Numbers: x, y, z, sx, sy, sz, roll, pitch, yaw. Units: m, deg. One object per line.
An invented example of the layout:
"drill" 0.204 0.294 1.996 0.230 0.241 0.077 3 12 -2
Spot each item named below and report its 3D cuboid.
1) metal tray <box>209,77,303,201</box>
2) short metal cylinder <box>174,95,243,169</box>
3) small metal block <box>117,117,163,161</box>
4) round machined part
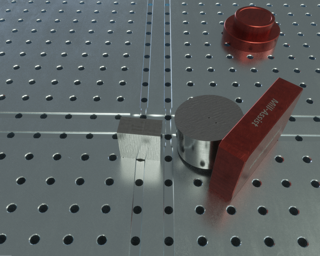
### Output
"metal tray" 0.110 0.012 0.356 0.030 0.089 0.131 33 57 24
"short metal cylinder" 0.060 0.004 0.382 0.080 0.050 0.080 -4 45 4
"small metal block" -0.023 0.014 0.379 0.050 0.050 0.025 5 50 4
"round machined part" 0.164 -0.181 0.551 0.099 0.042 0.098 0 50 0
